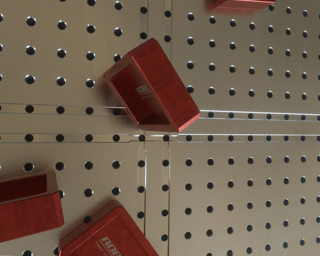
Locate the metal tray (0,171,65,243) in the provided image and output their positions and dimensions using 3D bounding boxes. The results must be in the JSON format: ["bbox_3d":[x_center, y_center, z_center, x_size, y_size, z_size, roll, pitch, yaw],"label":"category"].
[{"bbox_3d":[-0.146,0.074,0.303,0.091,0.130,0.030,-10,94,-20],"label":"metal tray"}]

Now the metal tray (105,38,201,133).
[{"bbox_3d":[-0.015,-0.041,0.352,0.030,0.130,0.090,-36,102,-16],"label":"metal tray"}]

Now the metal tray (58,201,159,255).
[{"bbox_3d":[-0.053,0.170,0.391,0.090,0.030,0.130,-36,102,-17],"label":"metal tray"}]

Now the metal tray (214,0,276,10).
[{"bbox_3d":[0.122,-0.247,0.456,0.091,0.030,0.129,-5,92,-20],"label":"metal tray"}]
